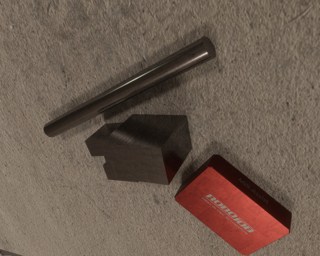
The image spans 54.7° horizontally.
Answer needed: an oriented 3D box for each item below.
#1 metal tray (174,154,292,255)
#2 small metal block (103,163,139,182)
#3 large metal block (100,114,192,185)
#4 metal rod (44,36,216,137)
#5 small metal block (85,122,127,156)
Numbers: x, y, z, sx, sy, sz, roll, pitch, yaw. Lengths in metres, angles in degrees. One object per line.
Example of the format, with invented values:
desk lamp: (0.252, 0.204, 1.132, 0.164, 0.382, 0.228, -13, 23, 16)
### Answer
metal tray: (0.096, 0.106, 0.418, 0.130, 0.030, 0.089, 39, 129, 1)
small metal block: (-0.044, 0.051, 0.444, 0.050, 0.050, 0.025, 0, 118, 28)
large metal block: (-0.014, 0.023, 0.392, 0.080, 0.080, 0.050, 2, 120, 26)
metal rod: (-0.062, -0.041, 0.412, 0.300, 0.025, 0.025, -21, 107, 35)
small metal block: (-0.067, 0.015, 0.434, 0.050, 0.050, 0.025, -4, 117, 29)
